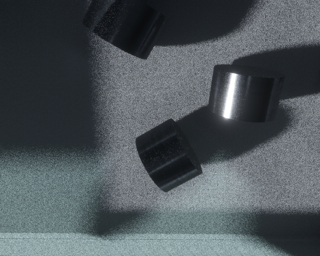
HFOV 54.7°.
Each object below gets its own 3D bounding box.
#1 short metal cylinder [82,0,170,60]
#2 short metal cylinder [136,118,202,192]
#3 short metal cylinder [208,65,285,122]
[{"bbox_3d":[-0.037,-0.118,0.338,0.080,0.080,0.050,29,107,-11],"label":"short metal cylinder"},{"bbox_3d":[0.012,0.034,0.395,0.050,0.080,0.080,-30,108,10],"label":"short metal cylinder"},{"bbox_3d":[0.101,-0.044,0.367,0.081,0.080,0.050,5,110,-2],"label":"short metal cylinder"}]
